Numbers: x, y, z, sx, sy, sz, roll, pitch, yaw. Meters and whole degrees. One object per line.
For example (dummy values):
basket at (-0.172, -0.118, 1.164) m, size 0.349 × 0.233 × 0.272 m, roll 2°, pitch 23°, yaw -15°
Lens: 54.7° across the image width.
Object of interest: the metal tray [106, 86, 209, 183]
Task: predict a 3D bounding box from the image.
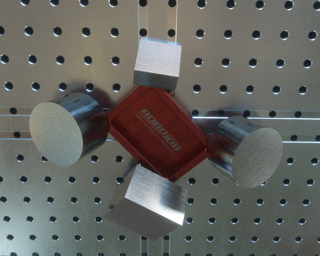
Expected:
metal tray at (-0.001, 0.006, 0.412) m, size 0.090 × 0.030 × 0.130 m, roll -40°, pitch 106°, yaw 13°

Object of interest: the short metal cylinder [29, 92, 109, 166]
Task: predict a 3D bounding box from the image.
short metal cylinder at (-0.112, 0.000, 0.383) m, size 0.080 × 0.050 × 0.079 m, roll 9°, pitch 113°, yaw 24°

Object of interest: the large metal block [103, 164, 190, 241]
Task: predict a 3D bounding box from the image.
large metal block at (-0.019, 0.104, 0.420) m, size 0.080 × 0.050 × 0.080 m, roll 29°, pitch 138°, yaw -11°

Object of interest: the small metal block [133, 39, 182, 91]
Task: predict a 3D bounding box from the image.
small metal block at (-0.003, -0.075, 0.369) m, size 0.050 × 0.050 × 0.025 m, roll 9°, pitch 148°, yaw -3°

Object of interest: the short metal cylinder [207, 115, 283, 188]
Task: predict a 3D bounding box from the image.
short metal cylinder at (0.108, 0.029, 0.395) m, size 0.081 × 0.050 × 0.079 m, roll -10°, pitch 113°, yaw -25°
